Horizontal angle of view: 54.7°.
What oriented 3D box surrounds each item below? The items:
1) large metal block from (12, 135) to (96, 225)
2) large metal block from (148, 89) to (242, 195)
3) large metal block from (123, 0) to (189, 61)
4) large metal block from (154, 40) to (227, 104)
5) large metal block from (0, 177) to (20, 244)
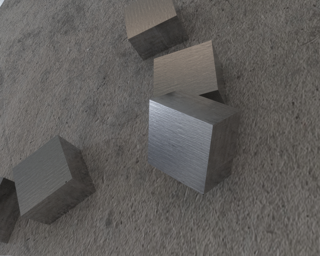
[{"bbox_3d":[-0.145,0.070,0.421,0.080,0.050,0.080,-37,51,4],"label":"large metal block"},{"bbox_3d":[0.034,0.011,0.335,0.080,0.079,0.050,25,34,36],"label":"large metal block"},{"bbox_3d":[-0.008,-0.167,0.495,0.080,0.050,0.080,-22,54,15],"label":"large metal block"},{"bbox_3d":[0.039,-0.056,0.402,0.080,0.050,0.080,-14,56,20],"label":"large metal block"},{"bbox_3d":[-0.250,0.115,0.449,0.080,0.050,0.080,0,62,28],"label":"large metal block"}]
